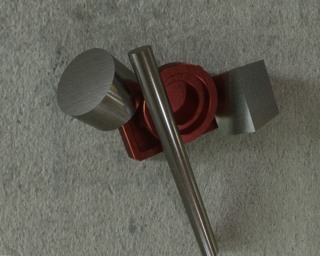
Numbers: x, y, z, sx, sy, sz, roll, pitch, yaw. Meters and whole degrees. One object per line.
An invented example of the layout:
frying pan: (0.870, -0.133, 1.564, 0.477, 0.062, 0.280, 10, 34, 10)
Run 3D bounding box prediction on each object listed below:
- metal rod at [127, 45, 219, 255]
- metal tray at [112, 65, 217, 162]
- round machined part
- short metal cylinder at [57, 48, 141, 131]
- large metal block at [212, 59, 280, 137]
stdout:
metal rod: (0.025, 0.048, 0.374, 0.025, 0.025, 0.298, -29, 117, -18)
metal tray: (0.008, -0.021, 0.411, 0.131, 0.030, 0.090, -22, 98, -19)
round machined part: (0.018, -0.032, 0.383, 0.099, 0.042, 0.097, -7, 108, -23)
short metal cylinder: (-0.068, -0.042, 0.350, 0.050, 0.080, 0.080, 34, 76, -54)
large metal block: (0.113, -0.042, 0.422, 0.081, 0.050, 0.080, -26, 100, -45)
